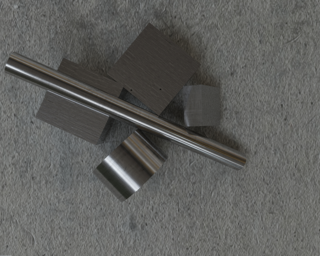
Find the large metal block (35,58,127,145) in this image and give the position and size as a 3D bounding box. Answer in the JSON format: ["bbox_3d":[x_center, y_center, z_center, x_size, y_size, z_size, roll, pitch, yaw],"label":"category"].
[{"bbox_3d":[-0.097,-0.032,0.398,0.080,0.050,0.080,25,90,0],"label":"large metal block"}]

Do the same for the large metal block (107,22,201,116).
[{"bbox_3d":[-0.007,-0.071,0.396,0.080,0.050,0.080,39,90,0],"label":"large metal block"}]

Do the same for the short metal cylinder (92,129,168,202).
[{"bbox_3d":[-0.036,0.045,0.383,0.080,0.080,0.050,-44,90,0],"label":"short metal cylinder"}]

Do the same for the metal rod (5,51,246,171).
[{"bbox_3d":[-0.026,-0.012,0.370,0.302,0.025,0.025,23,90,-17],"label":"metal rod"}]

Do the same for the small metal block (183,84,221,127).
[{"bbox_3d":[0.054,-0.028,0.397,0.025,0.050,0.050,-2,90,36],"label":"small metal block"}]
